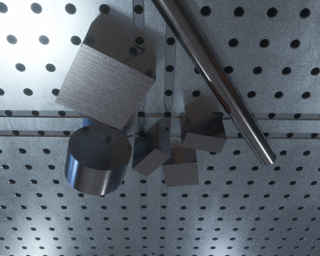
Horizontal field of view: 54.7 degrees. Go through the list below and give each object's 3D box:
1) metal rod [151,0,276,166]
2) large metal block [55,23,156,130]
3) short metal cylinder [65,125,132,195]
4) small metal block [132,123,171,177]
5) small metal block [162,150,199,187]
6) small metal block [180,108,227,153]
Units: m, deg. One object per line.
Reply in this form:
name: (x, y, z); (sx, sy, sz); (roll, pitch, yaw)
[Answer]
metal rod: (0.074, -0.050, 0.370); (0.025, 0.025, 0.300); (-27, 126, 21)
large metal block: (-0.059, -0.055, 0.348); (0.080, 0.050, 0.080); (24, 126, -20)
short metal cylinder: (-0.082, 0.041, 0.410); (0.081, 0.080, 0.050); (12, 129, -11)
small metal block: (-0.012, 0.030, 0.421); (0.025, 0.050, 0.050); (32, 123, -24)
small metal block: (0.031, 0.061, 0.465); (0.050, 0.025, 0.050); (-6, 130, 4)
small metal block: (0.054, 0.003, 0.398); (0.050, 0.050, 0.025); (10, 129, -9)
